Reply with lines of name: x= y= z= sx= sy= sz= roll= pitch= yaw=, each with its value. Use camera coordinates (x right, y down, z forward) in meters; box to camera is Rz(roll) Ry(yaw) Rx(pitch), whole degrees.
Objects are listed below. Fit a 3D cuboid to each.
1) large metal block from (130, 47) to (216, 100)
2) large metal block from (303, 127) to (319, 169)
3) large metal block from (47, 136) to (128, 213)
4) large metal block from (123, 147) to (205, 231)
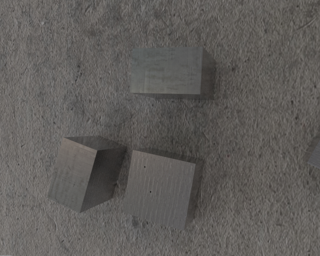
large metal block: x=0.019 y=-0.062 z=0.373 sx=0.080 sy=0.080 sz=0.050 roll=4 pitch=91 yaw=20
large metal block: x=0.209 y=0.018 z=0.322 sx=0.080 sy=0.050 sz=0.080 roll=28 pitch=99 yaw=17
large metal block: x=-0.094 y=0.057 z=0.413 sx=0.050 sy=0.080 sz=0.080 roll=19 pitch=96 yaw=19
large metal block: x=0.006 y=0.073 z=0.394 sx=0.080 sy=0.050 sz=0.079 roll=11 pitch=94 yaw=19
